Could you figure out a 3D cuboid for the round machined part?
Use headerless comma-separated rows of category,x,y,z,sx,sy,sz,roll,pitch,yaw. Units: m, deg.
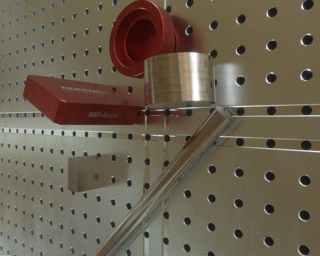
round machined part,-0.019,-0.114,0.411,0.098,0.042,0.097,-2,87,40

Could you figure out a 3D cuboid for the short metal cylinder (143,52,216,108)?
short metal cylinder,0.022,-0.051,0.354,0.080,0.081,0.050,-4,88,39

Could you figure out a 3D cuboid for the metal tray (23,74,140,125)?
metal tray,-0.103,-0.036,0.424,0.090,0.131,0.030,32,110,35

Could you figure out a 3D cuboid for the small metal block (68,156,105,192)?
small metal block,-0.115,0.070,0.485,0.025,0.050,0.050,1,91,40

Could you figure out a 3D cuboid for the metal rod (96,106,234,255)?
metal rod,-0.007,0.091,0.413,0.025,0.025,0.298,52,120,27
